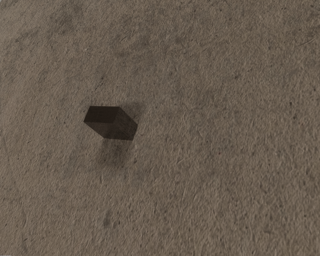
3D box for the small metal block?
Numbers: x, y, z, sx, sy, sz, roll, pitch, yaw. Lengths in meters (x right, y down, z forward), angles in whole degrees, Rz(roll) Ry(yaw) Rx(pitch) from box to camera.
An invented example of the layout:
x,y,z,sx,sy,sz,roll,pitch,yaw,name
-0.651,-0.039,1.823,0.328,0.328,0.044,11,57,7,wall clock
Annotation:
x,y,z,sx,sy,sz,roll,pitch,yaw,name
-0.067,-0.006,0.425,0.050,0.050,0.025,3,64,29,small metal block
